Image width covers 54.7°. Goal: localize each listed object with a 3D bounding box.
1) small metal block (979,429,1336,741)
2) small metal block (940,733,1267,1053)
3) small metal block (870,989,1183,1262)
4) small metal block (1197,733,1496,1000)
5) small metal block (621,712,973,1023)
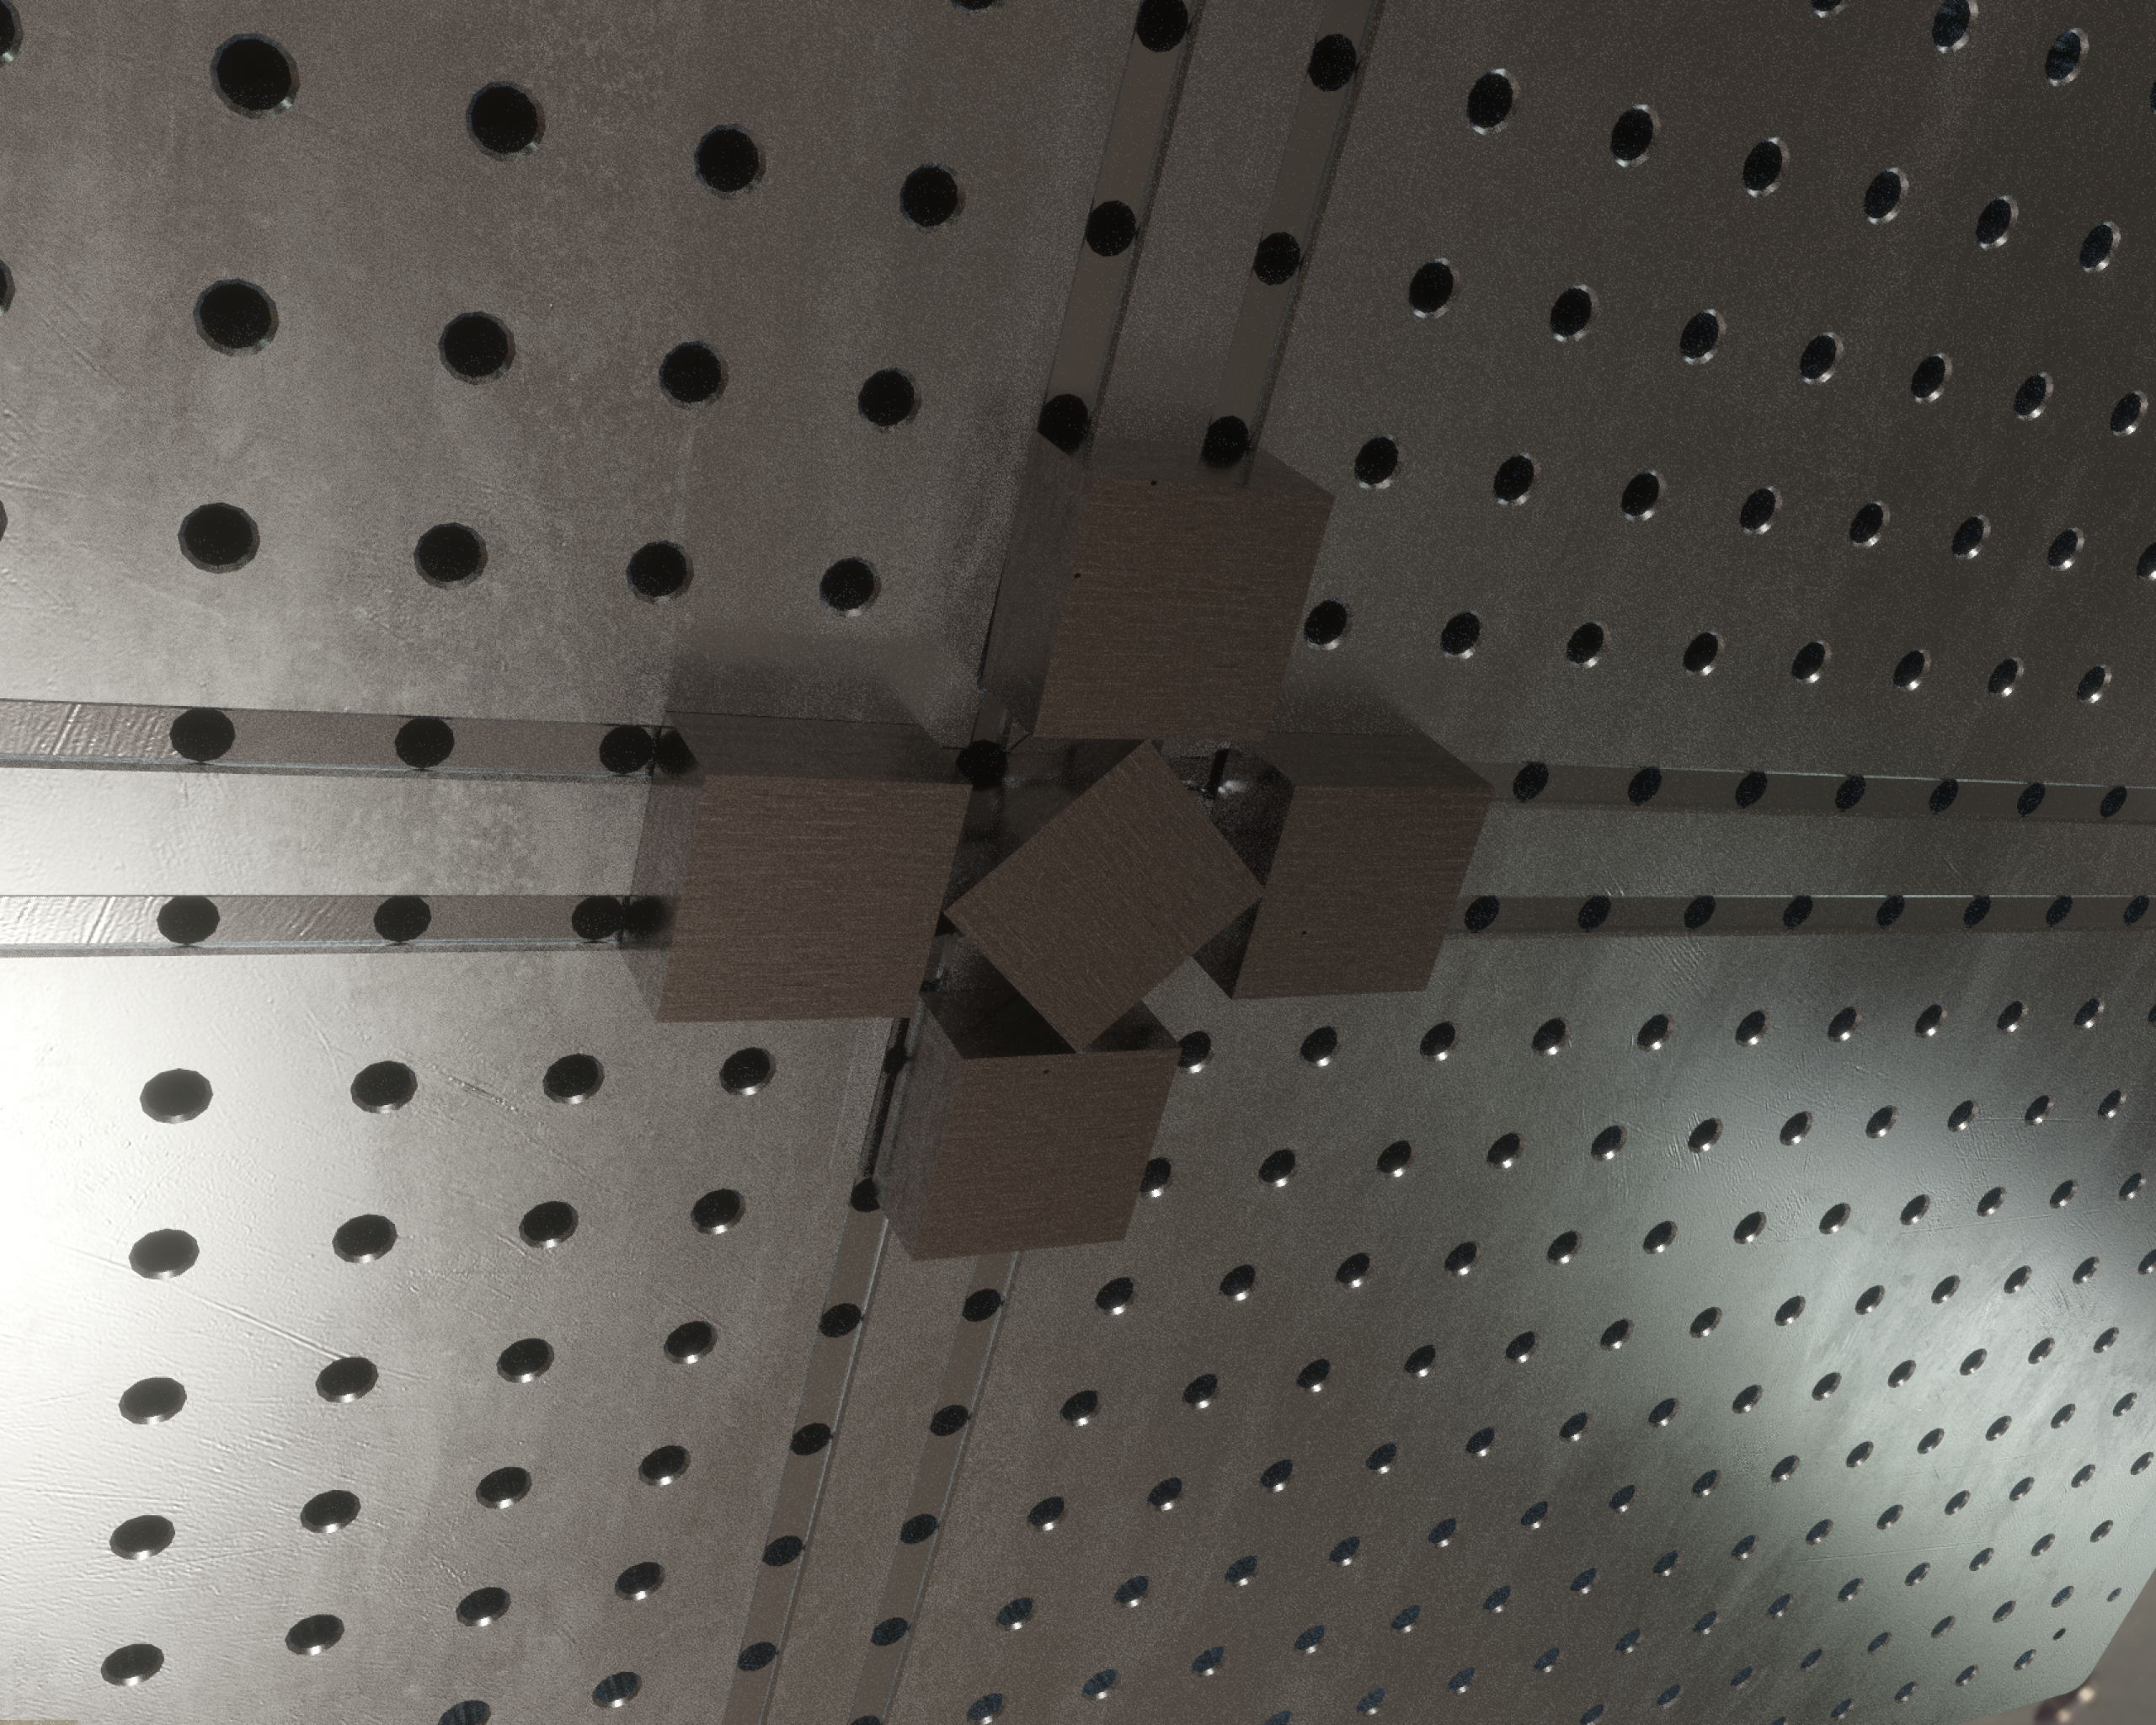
[{"bbox_3d":[0.014,-0.051,0.389,0.050,0.025,0.050,-1,119,-29],"label":"small metal block"},{"bbox_3d":[0.001,0.002,0.414,0.050,0.025,0.050,-41,130,-1],"label":"small metal block"},{"bbox_3d":[-0.011,0.054,0.440,0.050,0.025,0.050,0,118,-29],"label":"small metal block"},{"bbox_3d":[0.054,0.001,0.443,0.050,0.025,0.050,0,119,-29],"label":"small metal block"},{"bbox_3d":[-0.052,0.001,0.384,0.050,0.025,0.050,1,118,-30],"label":"small metal block"}]
